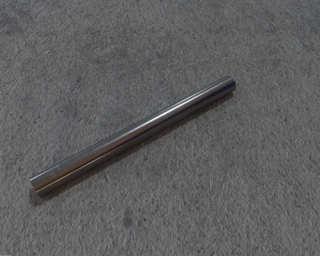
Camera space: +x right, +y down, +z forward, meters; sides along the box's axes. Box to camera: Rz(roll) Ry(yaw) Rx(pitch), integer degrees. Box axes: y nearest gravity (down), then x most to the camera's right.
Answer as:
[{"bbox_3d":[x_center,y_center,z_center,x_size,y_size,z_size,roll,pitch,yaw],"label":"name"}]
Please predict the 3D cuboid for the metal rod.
[{"bbox_3d":[-0.018,0.001,0.405,0.302,0.025,0.025,-29,56,-22],"label":"metal rod"}]
